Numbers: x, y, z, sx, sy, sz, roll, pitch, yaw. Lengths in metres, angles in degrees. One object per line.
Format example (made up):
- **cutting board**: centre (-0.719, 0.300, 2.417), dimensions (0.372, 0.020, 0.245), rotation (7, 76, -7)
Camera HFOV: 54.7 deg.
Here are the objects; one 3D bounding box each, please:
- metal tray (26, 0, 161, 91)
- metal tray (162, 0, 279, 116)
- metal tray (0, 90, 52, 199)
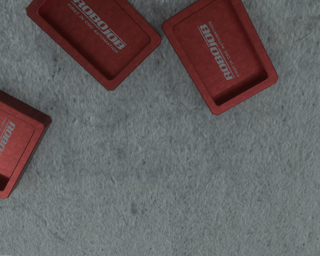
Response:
- **metal tray**: centre (-0.073, -0.119, 0.361), dimensions (0.090, 0.030, 0.130), rotation (-43, 105, 14)
- **metal tray**: centre (0.072, -0.092, 0.374), dimensions (0.090, 0.030, 0.130), rotation (-30, 108, 10)
- **metal tray**: centre (-0.215, 0.022, 0.411), dimensions (0.090, 0.030, 0.129), rotation (30, 107, -11)
